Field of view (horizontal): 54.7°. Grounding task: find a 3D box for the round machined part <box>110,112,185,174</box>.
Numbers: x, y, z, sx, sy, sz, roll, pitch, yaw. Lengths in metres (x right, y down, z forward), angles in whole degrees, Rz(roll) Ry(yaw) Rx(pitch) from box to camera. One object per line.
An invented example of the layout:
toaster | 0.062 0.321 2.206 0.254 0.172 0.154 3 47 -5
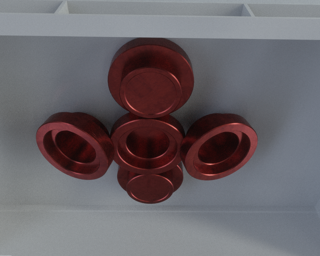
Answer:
round machined part | -0.016 0.013 0.406 0.099 0.042 0.097 0 130 0

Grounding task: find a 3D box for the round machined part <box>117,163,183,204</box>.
round machined part | -0.015 0.076 0.460 0.099 0.042 0.097 0 130 0

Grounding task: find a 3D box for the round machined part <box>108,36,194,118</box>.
round machined part | -0.010 -0.050 0.353 0.099 0.042 0.097 0 130 0

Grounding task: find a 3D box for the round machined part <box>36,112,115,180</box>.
round machined part | -0.104 0.018 0.400 0.098 0.042 0.097 11 131 13

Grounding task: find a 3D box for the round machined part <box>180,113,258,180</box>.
round machined part | 0.072 0.020 0.402 0.099 0.042 0.097 -11 132 -13
